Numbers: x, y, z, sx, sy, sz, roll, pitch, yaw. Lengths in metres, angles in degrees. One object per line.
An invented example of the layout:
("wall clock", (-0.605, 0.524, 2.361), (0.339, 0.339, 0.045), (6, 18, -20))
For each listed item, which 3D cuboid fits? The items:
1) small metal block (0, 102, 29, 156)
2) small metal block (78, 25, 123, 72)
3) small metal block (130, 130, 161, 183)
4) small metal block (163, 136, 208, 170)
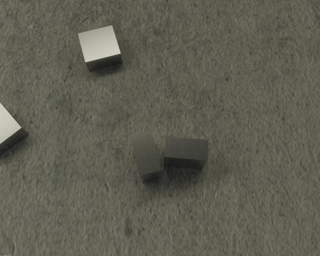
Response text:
("small metal block", (-0.211, 0.003, 0.405), (0.050, 0.025, 0.050), (-41, 76, -14))
("small metal block", (-0.086, -0.115, 0.449), (0.050, 0.025, 0.050), (-16, 71, -6))
("small metal block", (-0.017, 0.036, 0.381), (0.025, 0.050, 0.050), (-14, 71, -5))
("small metal block", (0.031, 0.032, 0.384), (0.050, 0.050, 0.025), (5, 70, 1))
